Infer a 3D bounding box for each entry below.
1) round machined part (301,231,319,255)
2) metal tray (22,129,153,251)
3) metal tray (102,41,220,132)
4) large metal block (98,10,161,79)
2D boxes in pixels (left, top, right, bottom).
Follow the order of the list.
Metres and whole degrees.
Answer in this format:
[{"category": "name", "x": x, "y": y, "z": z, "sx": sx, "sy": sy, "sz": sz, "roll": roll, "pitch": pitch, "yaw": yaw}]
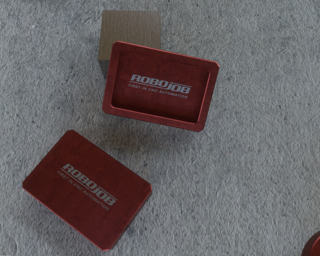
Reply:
[{"category": "round machined part", "x": 0.204, "y": 0.160, "z": 0.342, "sx": 0.099, "sy": 0.042, "sz": 0.098, "roll": 0, "pitch": 70, "yaw": 0}, {"category": "metal tray", "x": -0.086, "y": 0.073, "z": 0.378, "sx": 0.130, "sy": 0.030, "sz": 0.090, "roll": 33, "pitch": 73, "yaw": 11}, {"category": "metal tray", "x": 0.000, "y": -0.052, "z": 0.393, "sx": 0.131, "sy": 0.030, "sz": 0.089, "roll": 11, "pitch": 105, "yaw": -3}, {"category": "large metal block", "x": -0.039, "y": -0.116, "z": 0.437, "sx": 0.081, "sy": 0.050, "sz": 0.080, "roll": 1, "pitch": 70, "yaw": 0}]
